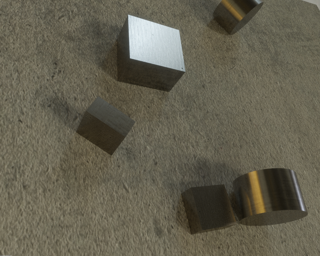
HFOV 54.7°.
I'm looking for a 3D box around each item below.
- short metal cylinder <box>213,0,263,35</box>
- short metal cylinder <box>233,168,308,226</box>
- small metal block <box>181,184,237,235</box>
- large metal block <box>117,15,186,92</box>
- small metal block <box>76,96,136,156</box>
[{"bbox_3d":[0.148,-0.224,0.588,0.050,0.080,0.080,49,51,5],"label":"short metal cylinder"},{"bbox_3d":[0.136,0.089,0.390,0.081,0.080,0.050,10,58,-23],"label":"short metal cylinder"},{"bbox_3d":[0.059,0.098,0.377,0.050,0.025,0.050,1,61,-28],"label":"small metal block"},{"bbox_3d":[-0.015,-0.105,0.445,0.081,0.050,0.080,9,58,-24],"label":"large metal block"},{"bbox_3d":[-0.063,-0.001,0.356,0.050,0.050,0.025,35,51,-6],"label":"small metal block"}]
